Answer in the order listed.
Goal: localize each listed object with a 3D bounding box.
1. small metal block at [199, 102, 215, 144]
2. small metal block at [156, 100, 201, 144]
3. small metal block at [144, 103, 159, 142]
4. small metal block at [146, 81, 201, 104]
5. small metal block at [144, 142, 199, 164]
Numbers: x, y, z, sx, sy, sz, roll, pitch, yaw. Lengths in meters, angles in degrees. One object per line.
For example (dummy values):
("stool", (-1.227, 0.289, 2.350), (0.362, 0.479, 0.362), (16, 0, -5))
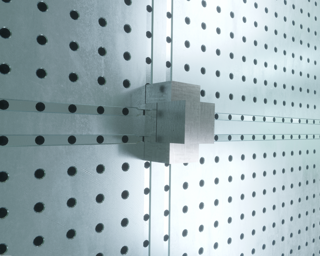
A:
("small metal block", (0.042, -0.006, 0.394), (0.025, 0.050, 0.050), (2, 89, -39))
("small metal block", (0.022, -0.007, 0.377), (0.025, 0.050, 0.050), (2, 89, -40))
("small metal block", (0.007, -0.006, 0.414), (0.050, 0.025, 0.050), (2, 89, -38))
("small metal block", (0.017, -0.044, 0.405), (0.050, 0.050, 0.025), (2, 89, -40))
("small metal block", (0.015, 0.031, 0.404), (0.050, 0.050, 0.025), (2, 89, -40))
